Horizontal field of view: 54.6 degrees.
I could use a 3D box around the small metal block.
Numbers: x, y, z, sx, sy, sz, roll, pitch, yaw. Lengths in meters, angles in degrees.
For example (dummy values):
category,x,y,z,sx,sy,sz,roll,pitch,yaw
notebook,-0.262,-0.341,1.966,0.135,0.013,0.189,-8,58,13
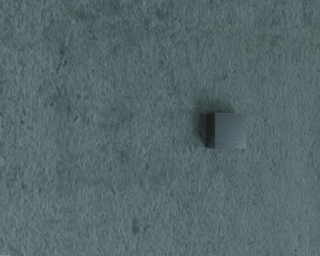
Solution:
category,x,y,z,sx,sy,sz,roll,pitch,yaw
small metal block,0.095,0.004,0.443,0.050,0.025,0.050,0,90,-20
